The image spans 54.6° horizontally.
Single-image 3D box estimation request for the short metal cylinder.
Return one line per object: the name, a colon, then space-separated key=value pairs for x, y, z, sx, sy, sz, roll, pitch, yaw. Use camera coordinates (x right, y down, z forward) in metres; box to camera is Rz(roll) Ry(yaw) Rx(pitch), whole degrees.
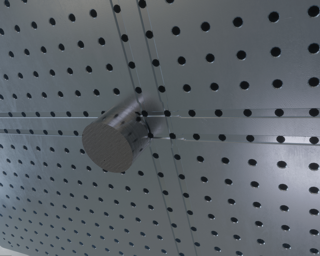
short metal cylinder: x=-0.062 y=0.016 z=0.438 sx=0.080 sy=0.050 sz=0.080 roll=13 pitch=124 yaw=21
